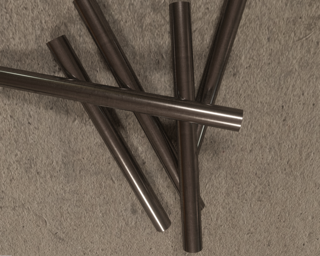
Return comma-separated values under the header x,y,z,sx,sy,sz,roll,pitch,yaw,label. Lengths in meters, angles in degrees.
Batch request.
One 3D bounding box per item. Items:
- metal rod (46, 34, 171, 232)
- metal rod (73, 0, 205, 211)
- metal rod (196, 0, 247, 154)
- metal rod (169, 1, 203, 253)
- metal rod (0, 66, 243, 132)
x,y,z,sx,sy,sz,roll,pitch,yaw,label
-0.059,0.020,0.416,0.025,0.025,0.299,-25,109,8,metal rod
-0.020,-0.020,0.386,0.025,0.025,0.299,-26,103,9,metal rod
0.065,-0.061,0.388,0.025,0.025,0.298,13,110,-5,metal rod
0.032,0.005,0.376,0.025,0.025,0.298,-4,97,1,metal rod
-0.059,-0.036,0.358,0.301,0.025,0.025,11,110,7,metal rod
